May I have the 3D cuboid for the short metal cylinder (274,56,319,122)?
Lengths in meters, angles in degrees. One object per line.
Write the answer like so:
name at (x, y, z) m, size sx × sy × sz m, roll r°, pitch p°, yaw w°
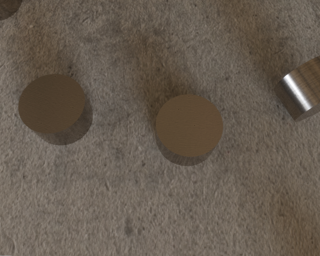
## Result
short metal cylinder at (0.197, -0.050, 0.400) m, size 0.080 × 0.080 × 0.050 m, roll -24°, pitch 72°, yaw -9°

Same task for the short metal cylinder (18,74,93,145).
short metal cylinder at (-0.132, -0.023, 0.402) m, size 0.081 × 0.050 × 0.080 m, roll 0°, pitch 70°, yaw 0°

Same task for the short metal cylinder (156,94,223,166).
short metal cylinder at (0.035, 0.004, 0.394) m, size 0.081 × 0.050 × 0.080 m, roll 0°, pitch 70°, yaw 0°

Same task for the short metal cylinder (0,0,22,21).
short metal cylinder at (-0.260, -0.210, 0.468) m, size 0.081 × 0.050 × 0.080 m, roll 0°, pitch 70°, yaw 0°
